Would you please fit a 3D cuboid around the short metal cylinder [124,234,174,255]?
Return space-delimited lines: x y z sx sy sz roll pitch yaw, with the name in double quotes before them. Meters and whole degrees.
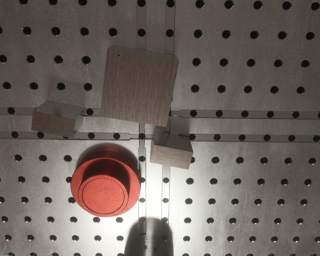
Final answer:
"short metal cylinder" -0.018 0.214 0.479 0.081 0.050 0.079 0 110 -1

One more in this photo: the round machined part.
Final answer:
"round machined part" -0.077 0.085 0.435 0.099 0.042 0.097 0 110 -1

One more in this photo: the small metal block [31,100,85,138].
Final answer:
"small metal block" -0.128 -0.013 0.394 0.050 0.050 0.025 12 110 -5

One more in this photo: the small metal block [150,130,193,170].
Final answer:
"small metal block" 0.014 0.028 0.411 0.050 0.050 0.025 11 110 -5

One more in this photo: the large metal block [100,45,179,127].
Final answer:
"large metal block" -0.025 -0.053 0.380 0.081 0.050 0.079 9 110 -4
